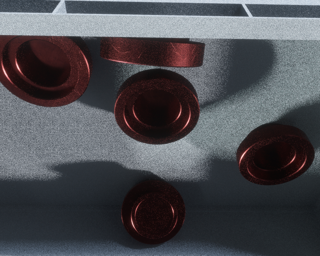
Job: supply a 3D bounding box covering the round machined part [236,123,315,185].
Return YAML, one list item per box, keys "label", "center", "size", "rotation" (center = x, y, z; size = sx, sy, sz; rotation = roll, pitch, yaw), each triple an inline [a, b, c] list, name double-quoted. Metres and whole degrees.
- label: "round machined part"
  center: [0.155, 0.032, 0.428]
  size: [0.099, 0.042, 0.097]
  rotation: [-1, 130, 0]

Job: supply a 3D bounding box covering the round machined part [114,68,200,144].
- label: "round machined part"
  center: [-0.003, -0.029, 0.373]
  size: [0.099, 0.042, 0.097]
  rotation: [-1, 130, 0]

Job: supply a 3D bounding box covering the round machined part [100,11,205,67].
- label: "round machined part"
  center: [-0.006, -0.086, 0.294]
  size: [0.099, 0.098, 0.042]
  rotation: [4, 107, -4]

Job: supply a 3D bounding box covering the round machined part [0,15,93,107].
- label: "round machined part"
  center: [-0.122, -0.074, 0.334]
  size: [0.099, 0.042, 0.097]
  rotation: [-1, 130, 0]

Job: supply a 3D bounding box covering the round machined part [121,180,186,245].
- label: "round machined part"
  center: [-0.010, 0.129, 0.473]
  size: [0.099, 0.042, 0.097]
  rotation: [0, 87, -5]
